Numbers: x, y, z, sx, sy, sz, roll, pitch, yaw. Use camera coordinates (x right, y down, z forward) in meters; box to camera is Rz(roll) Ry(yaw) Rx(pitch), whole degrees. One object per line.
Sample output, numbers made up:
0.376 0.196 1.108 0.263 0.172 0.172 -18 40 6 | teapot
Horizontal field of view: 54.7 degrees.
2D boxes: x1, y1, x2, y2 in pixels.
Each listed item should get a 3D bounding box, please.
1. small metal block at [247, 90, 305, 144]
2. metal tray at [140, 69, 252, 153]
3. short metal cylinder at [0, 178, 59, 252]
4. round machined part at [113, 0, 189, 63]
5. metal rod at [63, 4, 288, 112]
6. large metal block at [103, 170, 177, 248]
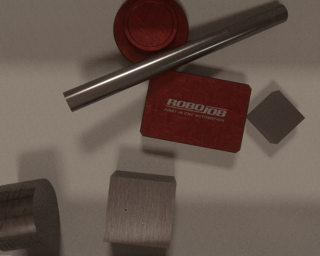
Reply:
0.153 -0.014 0.413 0.050 0.025 0.050 -43 91 0 | small metal block
0.046 -0.023 0.410 0.131 0.030 0.089 11 90 -1 | metal tray
-0.164 0.106 0.382 0.050 0.080 0.080 -9 90 0 | short metal cylinder
-0.012 -0.129 0.403 0.099 0.042 0.097 0 90 -1 | round machined part
0.028 -0.092 0.386 0.302 0.025 0.025 -25 90 -11 | metal rod
-0.024 0.102 0.399 0.081 0.050 0.079 6 90 -1 | large metal block
